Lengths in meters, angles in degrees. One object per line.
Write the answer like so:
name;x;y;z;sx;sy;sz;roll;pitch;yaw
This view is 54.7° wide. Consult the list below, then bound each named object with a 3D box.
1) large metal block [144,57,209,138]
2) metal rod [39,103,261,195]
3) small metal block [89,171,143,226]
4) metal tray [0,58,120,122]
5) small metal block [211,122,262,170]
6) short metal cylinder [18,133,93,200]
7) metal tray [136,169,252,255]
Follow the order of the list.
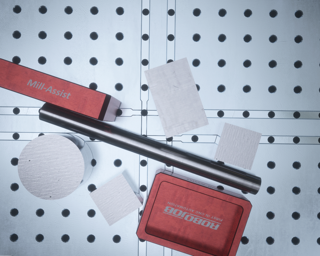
large metal block;0.019;-0.034;0.387;0.050;0.080;0.080;-19;90;0
metal rod;-0.012;0.028;0.413;0.301;0.025;0.025;19;90;0
small metal block;-0.057;0.093;0.413;0.050;0.025;0.050;-32;90;0
metal tray;-0.120;-0.042;0.379;0.131;0.090;0.030;19;90;0
small metal block;0.101;0.024;0.414;0.050;0.025;0.050;17;90;0
short metal cylinder;-0.132;0.047;0.399;0.081;0.050;0.080;0;90;0
metal tray;0.044;0.117;0.411;0.131;0.030;0.090;18;90;0
